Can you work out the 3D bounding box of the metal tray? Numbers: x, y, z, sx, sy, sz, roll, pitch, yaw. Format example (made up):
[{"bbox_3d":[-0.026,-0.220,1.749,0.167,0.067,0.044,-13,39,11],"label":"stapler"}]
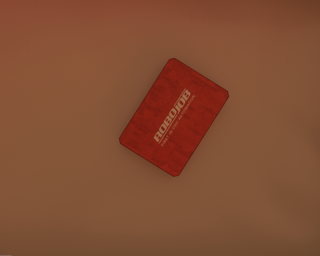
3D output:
[{"bbox_3d":[0.018,-0.014,0.409,0.090,0.030,0.130,32,90,0],"label":"metal tray"}]
